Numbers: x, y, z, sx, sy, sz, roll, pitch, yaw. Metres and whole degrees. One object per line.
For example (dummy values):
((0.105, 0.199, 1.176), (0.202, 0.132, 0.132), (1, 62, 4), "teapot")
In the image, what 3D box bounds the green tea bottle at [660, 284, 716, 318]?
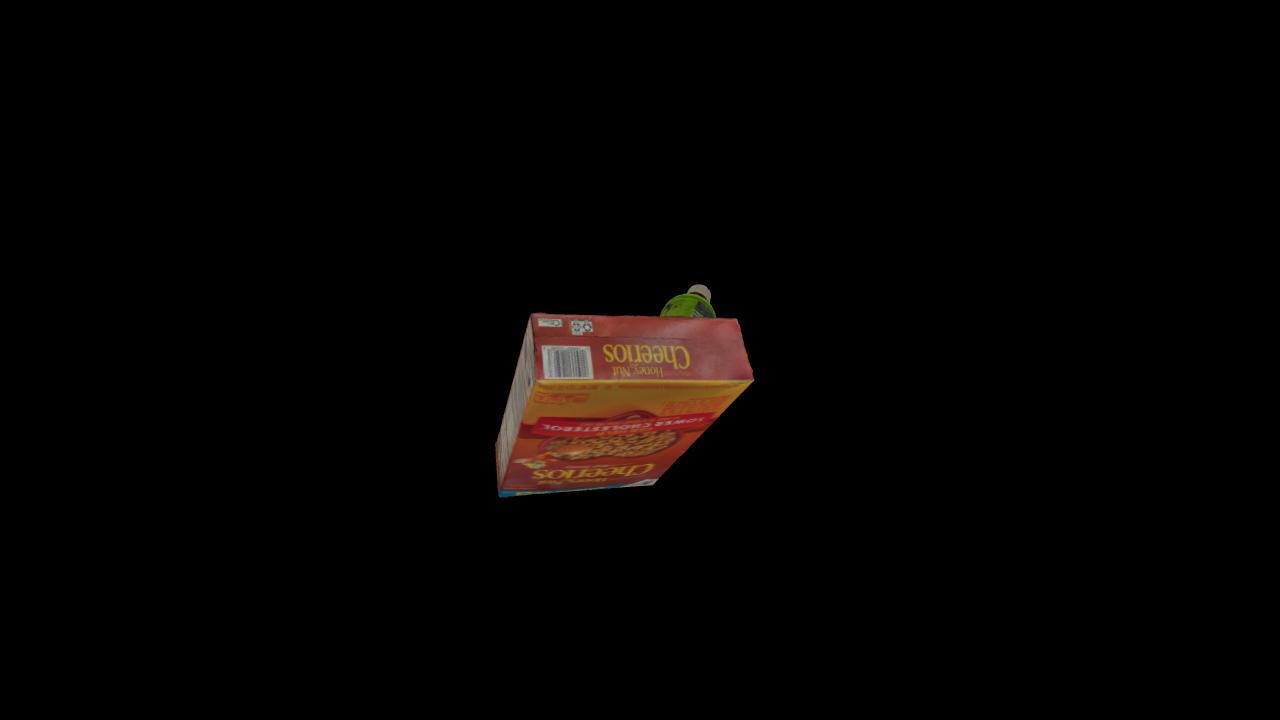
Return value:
((0.047, -0.023, 0.702), (0.073, 0.073, 0.212), (0, 34, 22), "green tea bottle")

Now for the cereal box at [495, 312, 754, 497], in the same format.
((-0.037, 0.063, 0.659), (0.203, 0.081, 0.306), (1, -30, -20), "cereal box")
